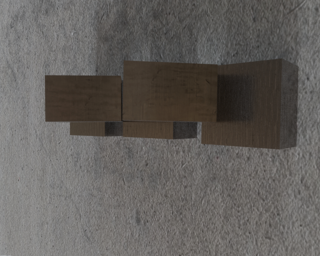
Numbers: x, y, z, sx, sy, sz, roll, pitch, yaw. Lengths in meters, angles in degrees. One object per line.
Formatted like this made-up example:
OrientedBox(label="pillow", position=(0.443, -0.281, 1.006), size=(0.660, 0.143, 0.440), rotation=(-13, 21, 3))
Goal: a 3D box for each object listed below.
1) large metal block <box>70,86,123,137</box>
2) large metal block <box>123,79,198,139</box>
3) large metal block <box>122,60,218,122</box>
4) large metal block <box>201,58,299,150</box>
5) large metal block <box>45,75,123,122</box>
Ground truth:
OrientedBox(label="large metal block", position=(-0.089, -0.029, 0.461), size=(0.080, 0.050, 0.079), rotation=(1, 90, 39))
OrientedBox(label="large metal block", position=(0.000, -0.028, 0.389), size=(0.080, 0.050, 0.079), rotation=(1, 91, 39))
OrientedBox(label="large metal block", position=(0.005, -0.031, 0.302), size=(0.080, 0.081, 0.050), rotation=(-172, 84, -84))
OrientedBox(label="large metal block", position=(0.091, -0.022, 0.315), size=(0.080, 0.050, 0.079), rotation=(2, 91, 39))
OrientedBox(label="large metal block", position=(-0.086, -0.032, 0.374), size=(0.081, 0.080, 0.050), rotation=(-1, 90, -6))
